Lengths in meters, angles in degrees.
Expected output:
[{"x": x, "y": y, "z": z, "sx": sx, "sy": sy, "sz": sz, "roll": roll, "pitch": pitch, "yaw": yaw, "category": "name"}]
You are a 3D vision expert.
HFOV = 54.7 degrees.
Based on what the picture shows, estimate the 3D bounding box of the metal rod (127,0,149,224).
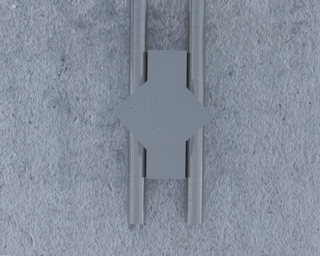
[{"x": -0.029, "y": -0.025, "z": 0.411, "sx": 0.025, "sy": 0.025, "sz": 0.298, "roll": 1, "pitch": 90, "yaw": -1, "category": "metal rod"}]

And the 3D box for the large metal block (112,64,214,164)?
[{"x": 0.003, "y": -0.015, "z": 0.372, "sx": 0.080, "sy": 0.050, "sz": 0.080, "roll": -41, "pitch": 91, "yaw": 0, "category": "large metal block"}]

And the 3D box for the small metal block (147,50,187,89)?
[{"x": 0.009, "y": -0.075, "z": 0.410, "sx": 0.050, "sy": 0.025, "sz": 0.050, "roll": 1, "pitch": 90, "yaw": -1, "category": "small metal block"}]

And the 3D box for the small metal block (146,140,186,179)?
[{"x": 0.008, "y": 0.041, "z": 0.410, "sx": 0.050, "sy": 0.025, "sz": 0.050, "roll": 1, "pitch": 90, "yaw": -1, "category": "small metal block"}]

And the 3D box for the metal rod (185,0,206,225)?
[{"x": 0.047, "y": -0.024, "z": 0.412, "sx": 0.025, "sy": 0.025, "sz": 0.298, "roll": 1, "pitch": 90, "yaw": -1, "category": "metal rod"}]
